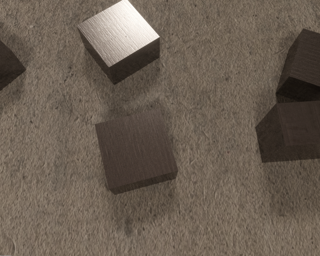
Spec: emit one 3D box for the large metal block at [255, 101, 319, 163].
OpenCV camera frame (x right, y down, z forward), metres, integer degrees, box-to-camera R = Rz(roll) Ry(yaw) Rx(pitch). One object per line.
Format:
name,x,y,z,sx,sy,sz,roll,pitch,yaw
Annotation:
large metal block,0.173,0.006,0.379,0.081,0.080,0.050,-4,70,-2

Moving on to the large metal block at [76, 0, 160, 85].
large metal block,-0.057,-0.121,0.439,0.080,0.050,0.080,-34,74,-12

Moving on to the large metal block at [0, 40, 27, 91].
large metal block,-0.251,-0.091,0.425,0.080,0.050,0.080,41,75,13

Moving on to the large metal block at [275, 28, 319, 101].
large metal block,0.217,-0.078,0.426,0.080,0.050,0.080,21,71,7

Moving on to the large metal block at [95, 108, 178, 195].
large metal block,-0.029,0.030,0.383,0.081,0.050,0.080,-14,71,-6
